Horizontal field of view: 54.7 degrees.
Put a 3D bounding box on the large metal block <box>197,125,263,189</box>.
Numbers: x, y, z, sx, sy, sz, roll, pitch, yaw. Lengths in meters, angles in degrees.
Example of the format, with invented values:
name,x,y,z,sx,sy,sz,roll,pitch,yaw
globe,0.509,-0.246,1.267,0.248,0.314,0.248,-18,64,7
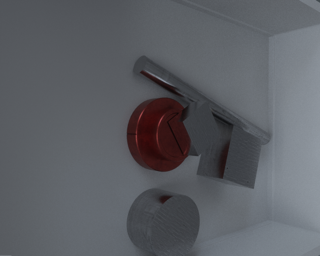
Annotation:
name,x,y,z,sx,sy,sz,roll,pitch,yaw
large metal block,0.111,0.045,0.486,0.080,0.050,0.080,23,76,-38

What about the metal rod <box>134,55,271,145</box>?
name,x,y,z,sx,sy,sz,roll,pitch,yaw
metal rod,0.084,-0.030,0.479,0.302,0.025,0.025,25,75,-38

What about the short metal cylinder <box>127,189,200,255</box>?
name,x,y,z,sx,sy,sz,roll,pitch,yaw
short metal cylinder,0.005,0.121,0.397,0.081,0.050,0.079,0,90,-40

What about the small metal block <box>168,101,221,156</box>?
name,x,y,z,sx,sy,sz,roll,pitch,yaw
small metal block,0.045,0.000,0.392,0.050,0.025,0.050,-40,115,-33

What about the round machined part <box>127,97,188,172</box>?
name,x,y,z,sx,sy,sz,roll,pitch,yaw
round machined part,0.009,0.009,0.405,0.099,0.042,0.097,0,90,-40
